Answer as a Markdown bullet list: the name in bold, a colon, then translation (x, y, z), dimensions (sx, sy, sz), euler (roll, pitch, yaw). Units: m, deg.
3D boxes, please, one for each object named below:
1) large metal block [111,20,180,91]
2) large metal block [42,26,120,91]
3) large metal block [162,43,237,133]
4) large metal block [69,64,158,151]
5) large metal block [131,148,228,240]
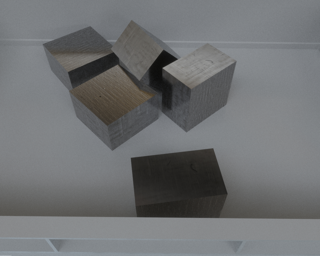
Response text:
- **large metal block**: translation (-0.009, -0.098, 0.443), dimensions (0.050, 0.080, 0.080), euler (-50, 56, 16)
- **large metal block**: translation (-0.118, -0.103, 0.474), dimensions (0.081, 0.050, 0.080), euler (-31, 57, -24)
- **large metal block**: translation (0.050, -0.054, 0.415), dimensions (0.080, 0.080, 0.050), euler (-34, 58, -25)
- **large metal block**: translation (-0.059, -0.030, 0.413), dimensions (0.080, 0.050, 0.080), euler (-36, 59, -27)
- **large metal block**: translation (0.016, 0.068, 0.312), dimensions (0.081, 0.080, 0.050), euler (-6, 51, -6)
